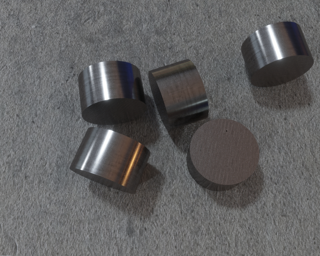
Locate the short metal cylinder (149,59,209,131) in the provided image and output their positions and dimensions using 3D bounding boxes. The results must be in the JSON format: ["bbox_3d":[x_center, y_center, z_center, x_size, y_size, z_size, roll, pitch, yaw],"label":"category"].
[{"bbox_3d":[0.022,-0.042,0.394,0.050,0.080,0.080,-19,71,-7],"label":"short metal cylinder"}]

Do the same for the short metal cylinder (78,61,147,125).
[{"bbox_3d":[-0.061,-0.042,0.394,0.081,0.080,0.050,-10,71,-4],"label":"short metal cylinder"}]

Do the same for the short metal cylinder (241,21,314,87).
[{"bbox_3d":[0.155,-0.096,0.415,0.081,0.080,0.050,-9,71,-3],"label":"short metal cylinder"}]

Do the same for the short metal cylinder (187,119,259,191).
[{"bbox_3d":[0.075,0.034,0.383,0.081,0.050,0.080,0,70,0],"label":"short metal cylinder"}]

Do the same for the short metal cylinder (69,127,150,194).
[{"bbox_3d":[-0.058,0.039,0.364,0.080,0.080,0.050,18,71,6],"label":"short metal cylinder"}]
